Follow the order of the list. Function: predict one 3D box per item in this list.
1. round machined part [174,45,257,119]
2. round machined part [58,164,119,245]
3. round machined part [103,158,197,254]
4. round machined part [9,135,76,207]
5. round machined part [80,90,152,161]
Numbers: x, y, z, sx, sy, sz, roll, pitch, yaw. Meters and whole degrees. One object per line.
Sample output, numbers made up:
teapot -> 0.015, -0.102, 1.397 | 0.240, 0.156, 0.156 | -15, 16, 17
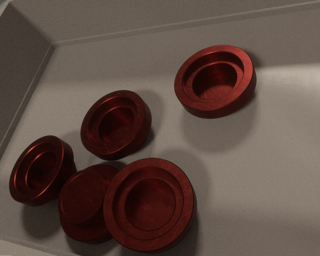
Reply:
round machined part -> 0.071, -0.053, 0.389 | 0.098, 0.042, 0.098 | -13, 56, 20
round machined part -> -0.085, 0.090, 0.383 | 0.098, 0.042, 0.098 | -13, 56, 20
round machined part -> -0.008, 0.085, 0.338 | 0.098, 0.042, 0.098 | -6, 61, 12
round machined part -> -0.158, 0.063, 0.433 | 0.098, 0.042, 0.098 | -17, 53, 24
round machined part -> -0.055, 0.000, 0.422 | 0.098, 0.042, 0.098 | -13, 56, 20
